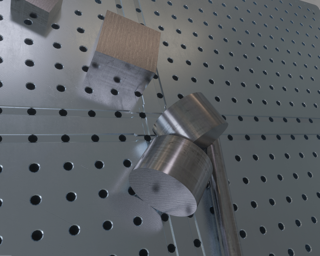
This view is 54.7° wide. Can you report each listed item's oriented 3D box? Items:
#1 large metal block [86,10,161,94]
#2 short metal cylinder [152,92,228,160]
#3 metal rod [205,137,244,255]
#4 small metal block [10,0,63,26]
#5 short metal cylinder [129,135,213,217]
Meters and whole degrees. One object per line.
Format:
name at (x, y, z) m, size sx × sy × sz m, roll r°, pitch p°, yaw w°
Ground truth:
large metal block at (-0.049, -0.104, 0.429) m, size 0.081 × 0.050 × 0.080 m, roll 18°, pitch 55°, yaw -18°
short metal cylinder at (0.038, 0.001, 0.390) m, size 0.081 × 0.080 × 0.050 m, roll -23°, pitch 67°, yaw -36°
metal rod at (0.081, 0.116, 0.381) m, size 0.025 × 0.025 × 0.299 m, roll 9°, pitch 58°, yaw -24°
small metal block at (-0.167, -0.175, 0.425) m, size 0.050 × 0.025 × 0.050 m, roll 25°, pitch 53°, yaw -13°
short metal cylinder at (0.013, 0.054, 0.347) m, size 0.080 × 0.080 × 0.050 m, roll 37°, pitch 51°, yaw -4°
